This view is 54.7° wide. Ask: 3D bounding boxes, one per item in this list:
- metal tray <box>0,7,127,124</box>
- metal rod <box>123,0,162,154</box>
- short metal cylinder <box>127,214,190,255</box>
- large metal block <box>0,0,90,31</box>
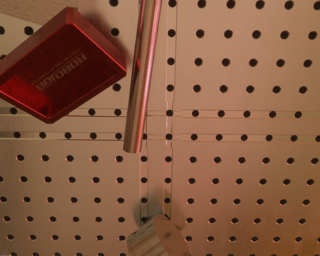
[{"bbox_3d":[-0.115,-0.063,0.352,0.130,0.030,0.090,-29,139,20],"label":"metal tray"},{"bbox_3d":[-0.016,-0.109,0.372,0.025,0.025,0.298,8,110,-3],"label":"metal rod"},{"bbox_3d":[-0.002,0.173,0.448,0.050,0.080,0.080,-38,106,13],"label":"short metal cylinder"},{"bbox_3d":[-0.121,-0.156,0.341,0.080,0.050,0.079,16,109,-6],"label":"large metal block"}]
